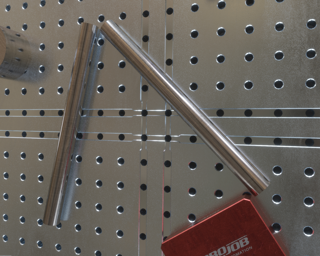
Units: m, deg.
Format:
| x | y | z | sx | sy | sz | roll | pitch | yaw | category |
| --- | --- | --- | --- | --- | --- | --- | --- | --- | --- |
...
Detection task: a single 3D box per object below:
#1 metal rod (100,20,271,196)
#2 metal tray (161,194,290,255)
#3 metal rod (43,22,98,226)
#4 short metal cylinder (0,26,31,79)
| x | y | z | sx | sy | sz | roll | pitch | yaw | category |
| --- | --- | --- | --- | --- | --- | --- | --- | --- | --- |
| 0.024 | -0.035 | 0.403 | 0.025 | 0.025 | 0.300 | -46 | 76 | 14 | metal rod |
| 0.078 | 0.152 | 0.382 | 0.130 | 0.030 | 0.090 | -34 | 79 | 16 | metal tray |
| -0.133 | -0.003 | 0.457 | 0.025 | 0.025 | 0.298 | 14 | 94 | 19 | metal rod |
| -0.253 | -0.119 | 0.486 | 0.080 | 0.050 | 0.079 | 0 | 90 | 19 | short metal cylinder |
